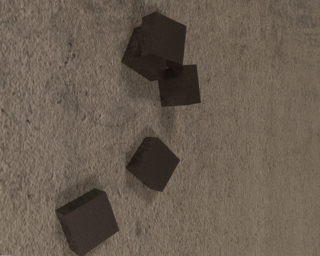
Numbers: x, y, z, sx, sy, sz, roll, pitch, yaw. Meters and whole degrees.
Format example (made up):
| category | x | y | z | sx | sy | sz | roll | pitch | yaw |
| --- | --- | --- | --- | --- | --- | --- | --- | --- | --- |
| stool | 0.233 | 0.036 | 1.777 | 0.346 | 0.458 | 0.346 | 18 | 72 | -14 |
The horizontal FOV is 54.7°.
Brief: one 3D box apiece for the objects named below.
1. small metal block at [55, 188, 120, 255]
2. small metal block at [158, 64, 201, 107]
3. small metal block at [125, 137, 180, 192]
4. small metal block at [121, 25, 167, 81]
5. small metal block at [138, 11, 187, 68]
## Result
| category | x | y | z | sx | sy | sz | roll | pitch | yaw |
| --- | --- | --- | --- | --- | --- | --- | --- | --- | --- |
| small metal block | -0.079 | 0.102 | 0.340 | 0.050 | 0.025 | 0.050 | -26 | 107 | -37 |
| small metal block | 0.024 | -0.055 | 0.411 | 0.025 | 0.050 | 0.050 | -13 | 99 | -40 |
| small metal block | -0.008 | 0.046 | 0.400 | 0.050 | 0.025 | 0.050 | 47 | 62 | -30 |
| small metal block | -0.015 | -0.095 | 0.394 | 0.050 | 0.025 | 0.050 | 29 | 72 | -36 |
| small metal block | 0.004 | -0.105 | 0.377 | 0.050 | 0.025 | 0.050 | 10 | 83 | -40 |
